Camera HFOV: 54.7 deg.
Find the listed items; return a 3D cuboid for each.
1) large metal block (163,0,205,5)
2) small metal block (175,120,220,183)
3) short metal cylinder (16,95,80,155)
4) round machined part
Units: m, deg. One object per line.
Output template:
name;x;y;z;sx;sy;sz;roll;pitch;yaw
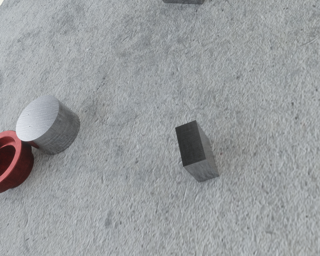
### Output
large metal block;0.047;-0.258;0.522;0.080;0.050;0.080;19;72;35
small metal block;0.042;0.027;0.349;0.025;0.050;0.050;-21;54;16
short metal cylinder;-0.173;-0.004;0.481;0.080;0.050;0.080;-13;56;21
round machined part;-0.238;0.056;0.484;0.098;0.042;0.098;-13;56;21
